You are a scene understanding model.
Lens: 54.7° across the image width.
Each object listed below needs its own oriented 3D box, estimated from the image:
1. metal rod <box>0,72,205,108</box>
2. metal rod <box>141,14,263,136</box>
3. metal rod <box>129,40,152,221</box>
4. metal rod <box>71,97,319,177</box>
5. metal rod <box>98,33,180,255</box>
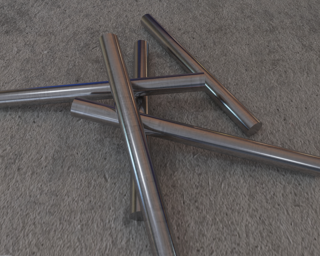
[{"bbox_3d":[-0.091,-0.050,0.420,0.302,0.025,0.025,-4,50,5],"label":"metal rod"},{"bbox_3d":[0.049,-0.098,0.485,0.025,0.025,0.300,-23,54,-18],"label":"metal rod"},{"bbox_3d":[-0.025,-0.022,0.421,0.025,0.025,0.300,-2,50,-1],"label":"metal rod"},{"bbox_3d":[0.043,0.010,0.371,0.302,0.025,0.025,14,51,2],"label":"metal rod"},{"bbox_3d":[-0.024,0.022,0.332,0.025,0.025,0.299,-13,67,-11],"label":"metal rod"}]
